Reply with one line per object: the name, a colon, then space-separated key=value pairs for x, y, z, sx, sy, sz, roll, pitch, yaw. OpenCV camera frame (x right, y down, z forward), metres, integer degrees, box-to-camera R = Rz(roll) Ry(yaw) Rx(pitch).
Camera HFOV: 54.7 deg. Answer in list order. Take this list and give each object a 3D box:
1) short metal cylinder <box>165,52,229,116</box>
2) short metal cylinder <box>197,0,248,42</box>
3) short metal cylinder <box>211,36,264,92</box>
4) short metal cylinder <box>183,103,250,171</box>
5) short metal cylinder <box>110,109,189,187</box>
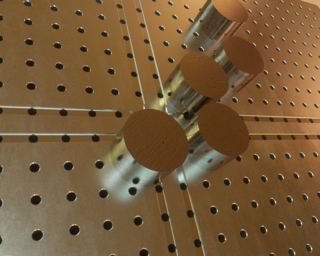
short metal cylinder: x=0.054 y=-0.065 z=0.460 sx=0.081 sy=0.050 sz=0.080 roll=13 pitch=56 yaw=-21
short metal cylinder: x=0.117 y=-0.210 z=0.582 sx=0.081 sy=0.050 sz=0.080 roll=14 pitch=56 yaw=-21
short metal cylinder: x=0.127 y=-0.108 z=0.526 sx=0.081 sy=0.050 sz=0.080 roll=14 pitch=56 yaw=-21
short metal cylinder: x=0.074 y=0.012 z=0.424 sx=0.081 sy=0.050 sz=0.080 roll=14 pitch=56 yaw=-21
short metal cylinder: x=-0.013 y=0.024 z=0.370 sx=0.081 sy=0.050 sz=0.080 roll=14 pitch=56 yaw=-21
